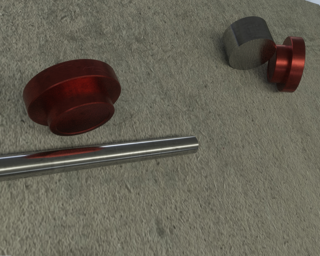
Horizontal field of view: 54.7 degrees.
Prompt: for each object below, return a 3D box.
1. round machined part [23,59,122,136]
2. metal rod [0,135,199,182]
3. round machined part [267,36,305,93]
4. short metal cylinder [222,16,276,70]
[{"bbox_3d":[-0.087,-0.025,0.326,0.099,0.097,0.042,-12,68,-33],"label":"round machined part"},{"bbox_3d":[-0.086,0.033,0.336,0.303,0.025,0.025,-5,64,-30],"label":"metal rod"},{"bbox_3d":[0.220,-0.113,0.552,0.042,0.098,0.098,6,55,7],"label":"round machined part"},{"bbox_3d":[0.154,-0.146,0.541,0.081,0.080,0.050,4,60,-26],"label":"short metal cylinder"}]
